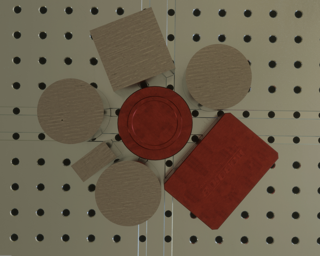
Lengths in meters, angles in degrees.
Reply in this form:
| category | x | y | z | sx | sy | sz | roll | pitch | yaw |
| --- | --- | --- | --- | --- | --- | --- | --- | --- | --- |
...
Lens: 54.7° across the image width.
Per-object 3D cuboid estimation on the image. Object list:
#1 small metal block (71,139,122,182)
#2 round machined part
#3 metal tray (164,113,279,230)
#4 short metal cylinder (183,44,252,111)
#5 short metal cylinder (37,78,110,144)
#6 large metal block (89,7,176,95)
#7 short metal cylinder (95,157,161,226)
| category | x | y | z | sx | sy | sz | roll | pitch | yaw |
| --- | --- | --- | --- | --- | --- | --- | --- | --- | --- |
| small metal block | -0.080 | 0.041 | 0.399 | 0.050 | 0.050 | 0.025 | -37 | 90 | 0 |
| round machined part | -0.006 | -0.006 | 0.404 | 0.099 | 0.042 | 0.097 | 0 | 90 | 0 |
| metal tray | 0.079 | 0.055 | 0.410 | 0.090 | 0.030 | 0.130 | 41 | 89 | 0 |
| short metal cylinder | 0.071 | -0.062 | 0.401 | 0.081 | 0.050 | 0.080 | 0 | 90 | 0 |
| short metal cylinder | -0.108 | -0.020 | 0.399 | 0.081 | 0.050 | 0.080 | 0 | 90 | 0 |
| large metal block | -0.033 | -0.096 | 0.400 | 0.080 | 0.050 | 0.080 | -21 | 90 | 0 |
| short metal cylinder | -0.038 | 0.079 | 0.400 | 0.081 | 0.050 | 0.080 | 0 | 90 | 0 |
